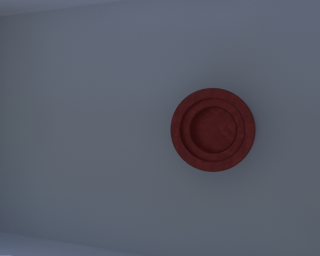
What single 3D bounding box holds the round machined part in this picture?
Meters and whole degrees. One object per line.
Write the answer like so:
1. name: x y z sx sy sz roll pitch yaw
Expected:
1. round machined part: 0.066 0.002 0.378 0.098 0.042 0.097 0 90 19
